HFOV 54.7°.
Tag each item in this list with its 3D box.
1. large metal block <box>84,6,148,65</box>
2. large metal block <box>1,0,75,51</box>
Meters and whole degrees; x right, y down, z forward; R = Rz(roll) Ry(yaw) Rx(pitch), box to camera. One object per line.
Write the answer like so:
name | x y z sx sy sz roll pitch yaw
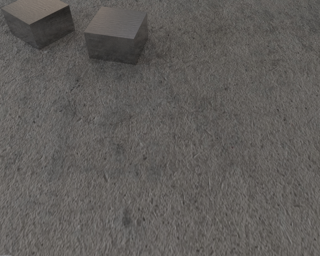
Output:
large metal block | -0.070 -0.155 0.517 0.080 0.050 0.080 10 51 8
large metal block | -0.212 -0.191 0.546 0.080 0.050 0.080 32 57 24
